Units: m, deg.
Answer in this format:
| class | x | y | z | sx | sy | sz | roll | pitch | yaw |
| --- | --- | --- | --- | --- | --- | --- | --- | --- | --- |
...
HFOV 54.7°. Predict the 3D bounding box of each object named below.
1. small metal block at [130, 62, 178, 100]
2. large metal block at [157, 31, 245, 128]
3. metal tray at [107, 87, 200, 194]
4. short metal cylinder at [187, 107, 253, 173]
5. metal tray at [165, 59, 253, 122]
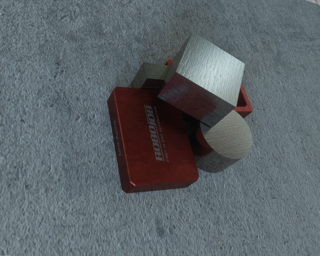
| class | x | y | z | sx | sy | sz | roll | pitch | yaw |
| --- | --- | --- | --- | --- | --- | --- | --- | --- | --- |
| small metal block | -0.007 | -0.061 | 0.423 | 0.050 | 0.050 | 0.025 | 1 | 62 | -28 |
| large metal block | 0.053 | -0.061 | 0.389 | 0.080 | 0.050 | 0.080 | 29 | 52 | -10 |
| metal tray | -0.011 | 0.012 | 0.390 | 0.091 | 0.030 | 0.130 | 1 | 62 | -28 |
| short metal cylinder | 0.077 | 0.015 | 0.421 | 0.081 | 0.050 | 0.080 | 13 | 57 | -20 |
| metal tray | 0.071 | -0.056 | 0.474 | 0.131 | 0.030 | 0.090 | -2 | 63 | -29 |
